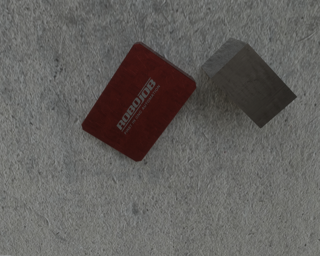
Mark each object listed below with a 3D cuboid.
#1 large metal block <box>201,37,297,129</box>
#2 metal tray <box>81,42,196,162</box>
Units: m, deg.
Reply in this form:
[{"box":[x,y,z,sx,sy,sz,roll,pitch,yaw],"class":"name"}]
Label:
[{"box":[0.099,-0.056,0.361,0.080,0.080,0.050,42,105,-14],"class":"large metal block"},{"box":[-0.027,-0.031,0.395,0.090,0.030,0.129,33,107,-12],"class":"metal tray"}]
